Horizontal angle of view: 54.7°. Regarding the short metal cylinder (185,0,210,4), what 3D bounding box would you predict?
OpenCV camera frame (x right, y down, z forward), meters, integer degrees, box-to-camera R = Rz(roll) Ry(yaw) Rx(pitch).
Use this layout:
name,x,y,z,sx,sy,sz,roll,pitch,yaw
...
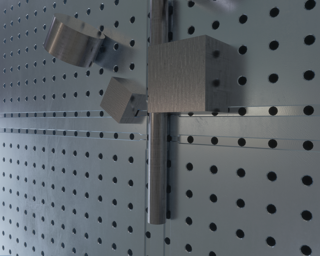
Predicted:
name,x,y,z,sx,sy,sz,roll,pitch,yaw
short metal cylinder,0.038,-0.194,0.362,0.080,0.050,0.079,0,90,40

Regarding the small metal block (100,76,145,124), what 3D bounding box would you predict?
name,x,y,z,sx,sy,sz,roll,pitch,yaw
small metal block,-0.056,-0.041,0.456,0.050,0.025,0.050,41,115,32

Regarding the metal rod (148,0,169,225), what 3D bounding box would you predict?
name,x,y,z,sx,sy,sz,roll,pitch,yaw
metal rod,-0.002,-0.024,0.411,0.025,0.025,0.298,1,91,40

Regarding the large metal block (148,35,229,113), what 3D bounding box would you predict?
name,x,y,z,sx,sy,sz,roll,pitch,yaw
large metal block,0.032,-0.058,0.366,0.080,0.050,0.079,1,90,40

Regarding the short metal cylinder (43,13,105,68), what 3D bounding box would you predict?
name,x,y,z,sx,sy,sz,roll,pitch,yaw
short metal cylinder,-0.133,-0.137,0.483,0.080,0.081,0.050,44,116,31
